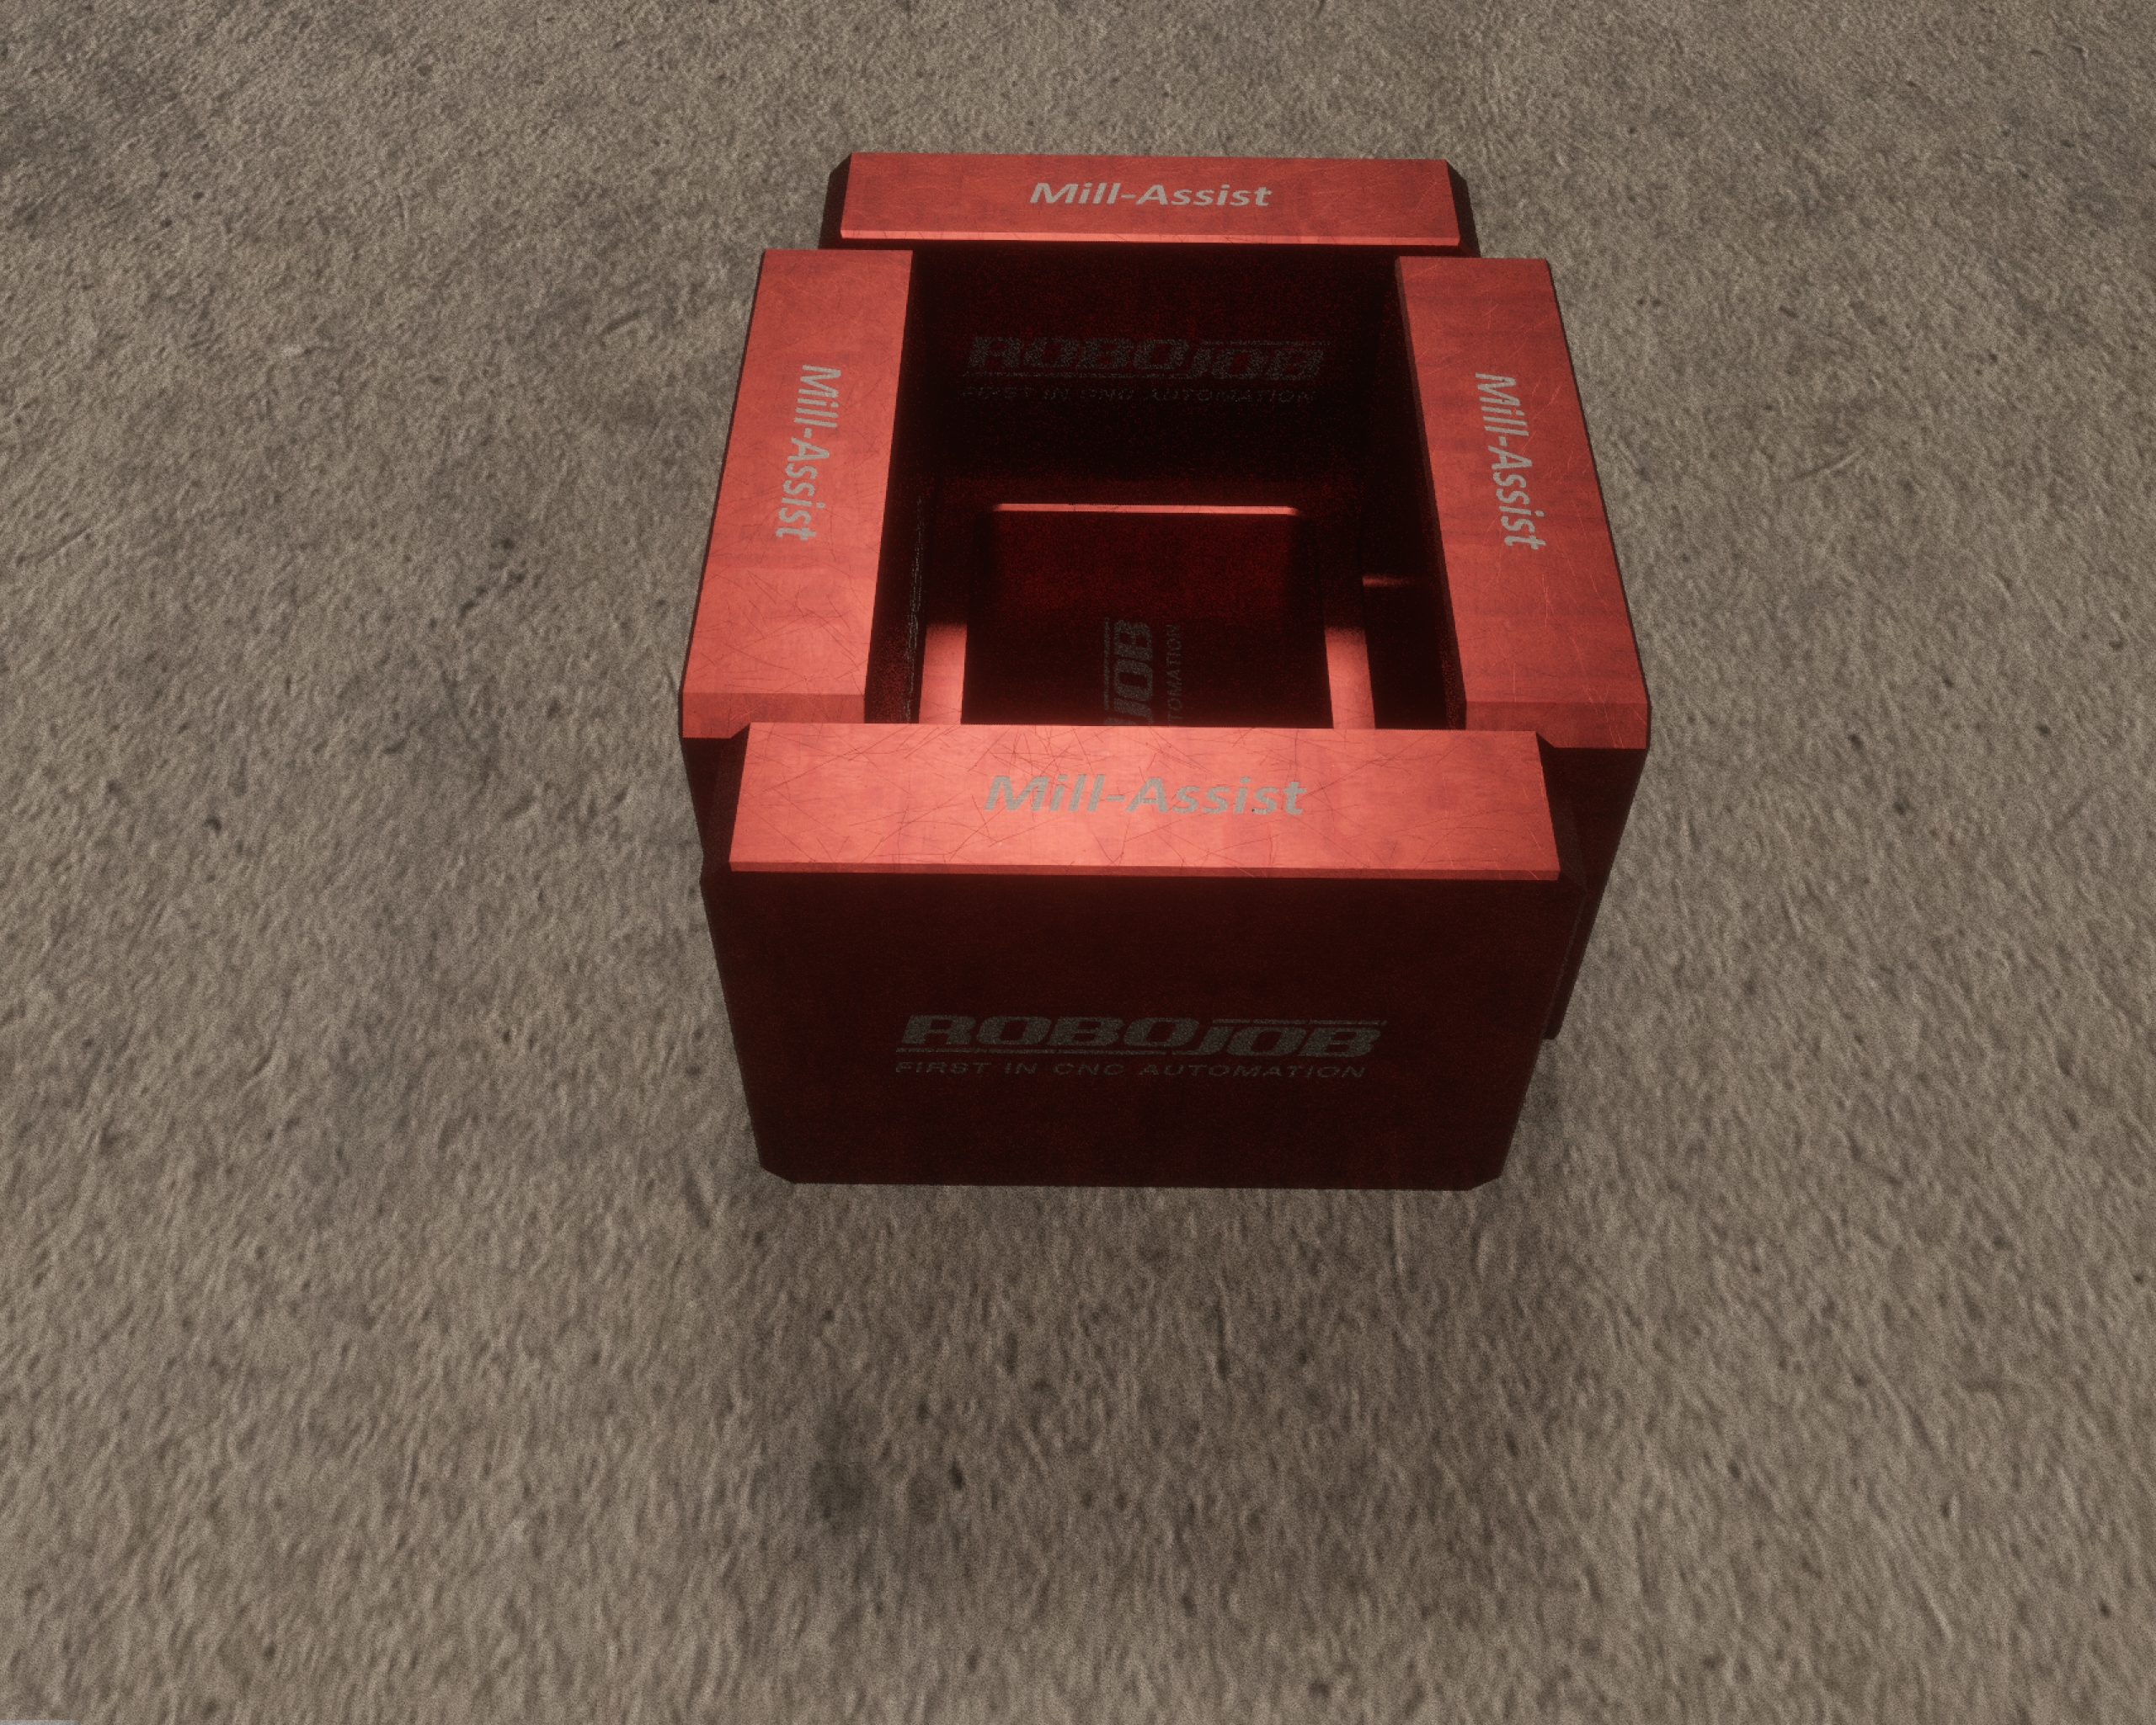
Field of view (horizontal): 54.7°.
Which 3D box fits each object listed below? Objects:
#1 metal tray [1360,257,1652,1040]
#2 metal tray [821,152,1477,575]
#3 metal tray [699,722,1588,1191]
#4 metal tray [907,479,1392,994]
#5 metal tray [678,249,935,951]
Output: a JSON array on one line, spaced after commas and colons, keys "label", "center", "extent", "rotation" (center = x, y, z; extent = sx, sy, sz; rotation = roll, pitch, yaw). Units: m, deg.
[{"label": "metal tray", "center": [0.075, -0.042, 0.398], "extent": [0.030, 0.089, 0.130], "rotation": [1, 50, 0]}, {"label": "metal tray", "center": [0.014, -0.105, 0.450], "extent": [0.131, 0.089, 0.030], "rotation": [1, 50, 0]}, {"label": "metal tray", "center": [0.010, 0.018, 0.346], "extent": [0.131, 0.089, 0.030], "rotation": [1, 50, 0]}, {"label": "metal tray", "center": [0.014, -0.024, 0.422], "extent": [0.091, 0.030, 0.130], "rotation": [1, 50, 0]}, {"label": "metal tray", "center": [-0.047, -0.044, 0.398], "extent": [0.030, 0.089, 0.130], "rotation": [1, 50, 0]}]
